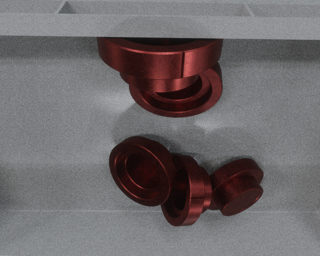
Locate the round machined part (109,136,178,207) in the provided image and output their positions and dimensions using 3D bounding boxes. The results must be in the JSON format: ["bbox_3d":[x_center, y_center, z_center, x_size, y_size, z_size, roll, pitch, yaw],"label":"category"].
[{"bbox_3d":[-0.018,0.055,0.425,0.098,0.042,0.097,16,122,27],"label":"round machined part"}]

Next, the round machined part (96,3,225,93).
[{"bbox_3d":[0.000,-0.064,0.252,0.099,0.098,0.042,1,131,-1],"label":"round machined part"}]

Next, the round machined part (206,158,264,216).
[{"bbox_3d":[0.110,0.092,0.454,0.099,0.042,0.097,-18,141,-15],"label":"round machined part"}]

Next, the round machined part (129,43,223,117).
[{"bbox_3d":[0.017,-0.056,0.339,0.099,0.042,0.098,3,147,2],"label":"round machined part"}]

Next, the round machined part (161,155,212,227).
[{"bbox_3d":[0.038,0.087,0.438,0.042,0.098,0.097,4,132,-24],"label":"round machined part"}]
